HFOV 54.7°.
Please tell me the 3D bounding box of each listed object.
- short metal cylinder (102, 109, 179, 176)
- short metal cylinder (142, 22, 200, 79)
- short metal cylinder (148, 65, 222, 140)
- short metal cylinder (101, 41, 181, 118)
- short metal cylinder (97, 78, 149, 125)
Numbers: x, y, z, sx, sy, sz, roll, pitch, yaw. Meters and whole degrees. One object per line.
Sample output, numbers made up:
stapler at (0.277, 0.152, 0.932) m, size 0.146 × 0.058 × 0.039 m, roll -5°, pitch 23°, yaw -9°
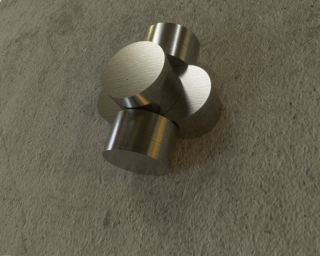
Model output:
short metal cylinder at (-0.022, 0.020, 0.369) m, size 0.080 × 0.080 × 0.050 m, roll 0°, pitch 62°, yaw 28°
short metal cylinder at (0.011, -0.096, 0.423) m, size 0.080 × 0.080 × 0.050 m, roll 0°, pitch 62°, yaw 28°
short metal cylinder at (0.032, -0.032, 0.391) m, size 0.080 × 0.050 × 0.080 m, roll -13°, pitch 56°, yaw 20°
short metal cylinder at (-0.021, -0.055, 0.368) m, size 0.080 × 0.050 × 0.080 m, roll -13°, pitch 56°, yaw 20°
short metal cylinder at (-0.038, -0.032, 0.427) m, size 0.080 × 0.050 × 0.080 m, roll -13°, pitch 56°, yaw 20°
